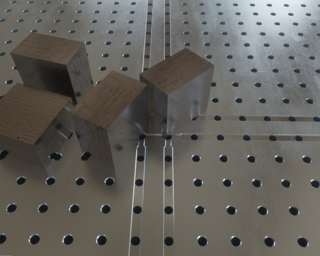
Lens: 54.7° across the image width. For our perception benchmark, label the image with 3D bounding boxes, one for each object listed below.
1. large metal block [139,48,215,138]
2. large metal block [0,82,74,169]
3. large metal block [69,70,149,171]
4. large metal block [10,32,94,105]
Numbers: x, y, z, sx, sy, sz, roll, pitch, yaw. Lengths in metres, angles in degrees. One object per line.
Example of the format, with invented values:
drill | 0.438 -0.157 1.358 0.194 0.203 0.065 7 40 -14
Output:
large metal block | 0.022 -0.047 0.411 0.080 0.080 0.050 -35 59 -26
large metal block | -0.164 -0.005 0.393 0.080 0.050 0.080 16 52 12
large metal block | -0.057 -0.009 0.379 0.050 0.080 0.080 24 54 18
large metal block | -0.148 -0.080 0.438 0.080 0.080 0.050 13 51 11
